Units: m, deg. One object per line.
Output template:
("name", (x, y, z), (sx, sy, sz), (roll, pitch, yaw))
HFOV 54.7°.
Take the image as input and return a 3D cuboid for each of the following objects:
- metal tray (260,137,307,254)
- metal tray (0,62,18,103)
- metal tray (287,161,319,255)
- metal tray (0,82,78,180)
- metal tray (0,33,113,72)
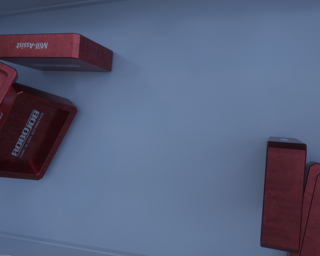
("metal tray", (0.122, 0.056, 0.311), (0.030, 0.130, 0.089), (4, 92, 20))
("metal tray", (-0.270, -0.065, 0.407), (0.131, 0.030, 0.090), (27, 80, -20))
("metal tray", (0.196, 0.109, 0.335), (0.090, 0.030, 0.129), (12, 91, 19))
("metal tray", (-0.187, 0.010, 0.439), (0.030, 0.090, 0.129), (39, 104, 40))
("metal tray", (-0.143, -0.101, 0.426), (0.130, 0.090, 0.030), (5, 91, 20))
